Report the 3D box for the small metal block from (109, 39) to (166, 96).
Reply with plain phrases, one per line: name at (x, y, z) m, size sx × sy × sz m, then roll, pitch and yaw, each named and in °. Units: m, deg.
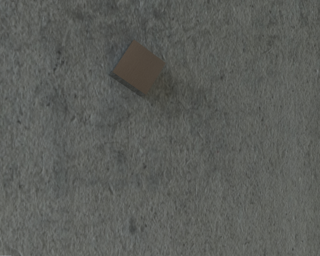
small metal block at (-0.029, -0.076, 0.399) m, size 0.050 × 0.025 × 0.050 m, roll 34°, pitch 79°, yaw -17°
